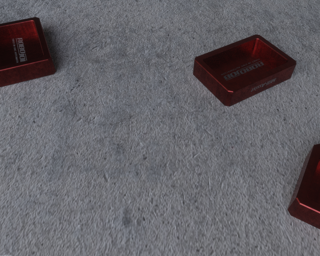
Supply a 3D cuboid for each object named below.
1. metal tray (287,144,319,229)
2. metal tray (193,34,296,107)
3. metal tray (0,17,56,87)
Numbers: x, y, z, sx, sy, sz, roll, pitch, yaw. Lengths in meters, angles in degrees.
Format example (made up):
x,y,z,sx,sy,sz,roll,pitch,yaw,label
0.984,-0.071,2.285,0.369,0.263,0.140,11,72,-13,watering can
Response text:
x,y,z,sx,sy,sz,roll,pitch,yaw,label
0.218,0.080,0.333,0.130,0.030,0.090,24,54,19,metal tray
0.129,-0.093,0.478,0.131,0.030,0.090,-24,54,-19,metal tray
-0.230,-0.128,0.505,0.091,0.030,0.130,-17,52,-14,metal tray
